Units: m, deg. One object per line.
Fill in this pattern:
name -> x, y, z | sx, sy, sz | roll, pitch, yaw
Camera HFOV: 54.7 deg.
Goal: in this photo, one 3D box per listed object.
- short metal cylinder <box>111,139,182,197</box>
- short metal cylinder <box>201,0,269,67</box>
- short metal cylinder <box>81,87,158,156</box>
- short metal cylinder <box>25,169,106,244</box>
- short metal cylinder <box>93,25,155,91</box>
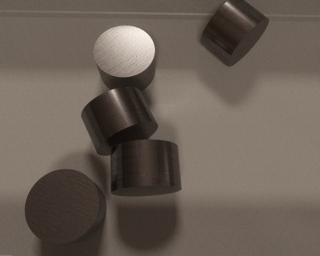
short metal cylinder -> -0.017, 0.049, 0.362 | 0.081, 0.080, 0.050 | -3, 70, -2
short metal cylinder -> 0.103, -0.133, 0.430 | 0.080, 0.080, 0.050 | -42, 76, -14
short metal cylinder -> -0.049, -0.007, 0.382 | 0.080, 0.080, 0.050 | -25, 72, -9
short metal cylinder -> -0.107, 0.092, 0.361 | 0.081, 0.050, 0.080 | 0, 70, 0
short metal cylinder -> -0.047, -0.093, 0.430 | 0.081, 0.050, 0.080 | 0, 70, 0
